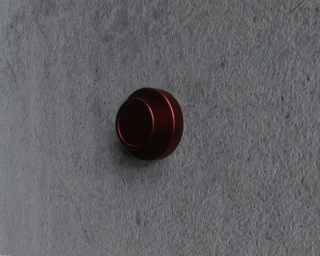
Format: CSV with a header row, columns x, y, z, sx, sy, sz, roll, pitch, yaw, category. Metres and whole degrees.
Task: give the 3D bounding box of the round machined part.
x,y,z,sx,sy,sz,roll,pitch,yaw,category
-0.021,-0.005,0.410,0.098,0.042,0.097,0,90,39,round machined part
